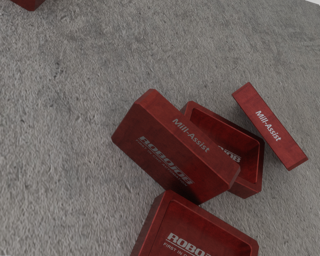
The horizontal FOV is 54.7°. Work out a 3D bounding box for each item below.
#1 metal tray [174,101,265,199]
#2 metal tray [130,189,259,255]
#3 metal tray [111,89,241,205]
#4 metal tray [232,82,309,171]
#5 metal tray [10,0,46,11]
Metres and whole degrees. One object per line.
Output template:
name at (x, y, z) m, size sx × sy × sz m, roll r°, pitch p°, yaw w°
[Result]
metal tray at (0.080, 0.029, 0.424) m, size 0.131 × 0.030 × 0.090 m, roll 27°, pitch 52°, yaw -11°
metal tray at (0.041, 0.138, 0.337) m, size 0.130 × 0.030 × 0.090 m, roll 32°, pitch 51°, yaw -7°
metal tray at (0.013, 0.028, 0.351) m, size 0.130 × 0.090 × 0.030 m, roll 42°, pitch 51°, yaw 1°
metal tray at (0.162, -0.003, 0.458) m, size 0.130 × 0.030 × 0.090 m, roll 56°, pitch 17°, yaw 12°
metal tray at (-0.211, -0.227, 0.425) m, size 0.131 × 0.030 × 0.090 m, roll 29°, pitch 52°, yaw -10°
